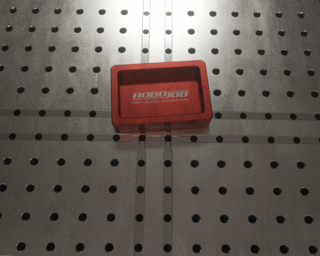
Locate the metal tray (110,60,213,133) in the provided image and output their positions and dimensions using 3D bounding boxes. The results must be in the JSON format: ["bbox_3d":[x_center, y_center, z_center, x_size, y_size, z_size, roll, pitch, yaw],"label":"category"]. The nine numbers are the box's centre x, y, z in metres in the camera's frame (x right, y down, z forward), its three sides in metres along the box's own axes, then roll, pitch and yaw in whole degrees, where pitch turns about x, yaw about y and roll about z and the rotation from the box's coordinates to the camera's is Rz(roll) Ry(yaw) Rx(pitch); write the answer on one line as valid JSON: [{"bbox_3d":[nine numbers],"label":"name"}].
[{"bbox_3d":[0.001,-0.044,0.424,0.131,0.030,0.090,-4,70,-2],"label":"metal tray"}]
